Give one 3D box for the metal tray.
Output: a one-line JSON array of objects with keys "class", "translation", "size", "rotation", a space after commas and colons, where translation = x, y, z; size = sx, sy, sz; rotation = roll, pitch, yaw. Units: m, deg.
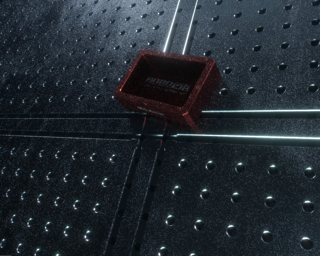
[{"class": "metal tray", "translation": [0.007, -0.061, 0.437], "size": [0.130, 0.030, 0.090], "rotation": [17, 71, 34]}]
